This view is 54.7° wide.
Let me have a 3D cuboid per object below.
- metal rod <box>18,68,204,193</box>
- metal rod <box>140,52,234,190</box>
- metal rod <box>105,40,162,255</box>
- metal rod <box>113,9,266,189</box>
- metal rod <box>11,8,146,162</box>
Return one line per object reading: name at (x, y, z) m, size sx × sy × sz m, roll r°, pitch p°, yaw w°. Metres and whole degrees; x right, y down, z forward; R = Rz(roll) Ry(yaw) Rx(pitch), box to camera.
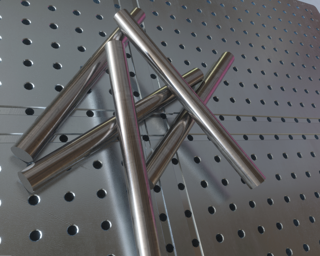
metal rod at (-0.037, -0.015, 0.398) m, size 0.025 × 0.025 × 0.302 m, roll 49°, pitch 51°, yaw 6°
metal rod at (0.051, -0.030, 0.456) m, size 0.025 × 0.025 × 0.301 m, roll 39°, pitch 51°, yaw -3°
metal rod at (-0.029, 0.036, 0.347) m, size 0.025 × 0.025 × 0.299 m, roll -1°, pitch 70°, yaw -29°
metal rod at (0.035, -0.045, 0.422) m, size 0.025 × 0.025 × 0.300 m, roll -32°, pitch 80°, yaw -38°
metal rod at (-0.088, -0.078, 0.409) m, size 0.025 × 0.025 × 0.301 m, roll 33°, pitch 51°, yaw -8°
